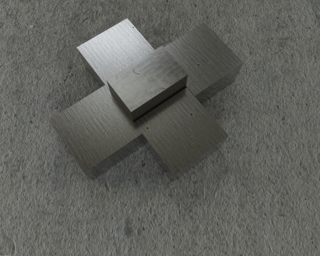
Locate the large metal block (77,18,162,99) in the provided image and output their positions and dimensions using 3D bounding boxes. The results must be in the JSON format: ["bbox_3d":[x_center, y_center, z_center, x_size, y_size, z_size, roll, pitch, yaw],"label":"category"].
[{"bbox_3d":[-0.053,-0.089,0.427,0.080,0.050,0.080,-35,74,-12],"label":"large metal block"}]

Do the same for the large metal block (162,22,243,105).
[{"bbox_3d":[0.052,-0.084,0.426,0.080,0.050,0.080,-35,74,-12],"label":"large metal block"}]

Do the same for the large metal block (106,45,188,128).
[{"bbox_3d":[-0.015,-0.045,0.396,0.080,0.080,0.050,-35,74,-12],"label":"large metal block"}]

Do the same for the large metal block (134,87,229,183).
[{"bbox_3d":[0.025,0.010,0.392,0.080,0.050,0.080,-35,74,-12],"label":"large metal block"}]

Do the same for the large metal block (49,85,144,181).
[{"bbox_3d":[-0.077,0.007,0.392,0.080,0.050,0.080,-35,74,-12],"label":"large metal block"}]
